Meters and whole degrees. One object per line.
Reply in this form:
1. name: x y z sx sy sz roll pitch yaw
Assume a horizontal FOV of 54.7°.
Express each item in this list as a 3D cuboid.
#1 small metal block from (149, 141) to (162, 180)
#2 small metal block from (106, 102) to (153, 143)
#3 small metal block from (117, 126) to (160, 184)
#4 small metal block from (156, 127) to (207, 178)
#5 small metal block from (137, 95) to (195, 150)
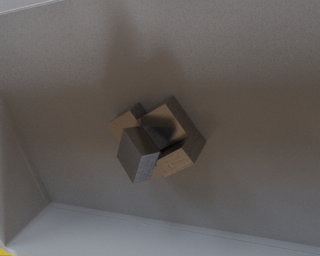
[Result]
1. small metal block: -0.008 0.040 0.434 0.050 0.025 0.050 -28 104 37
2. small metal block: -0.037 0.001 0.425 0.050 0.025 0.050 -28 104 37
3. small metal block: -0.029 0.033 0.393 0.050 0.025 0.050 52 138 37
4. small metal block: 0.026 0.031 0.395 0.050 0.050 0.025 -32 101 37
5. small metal block: 0.008 -0.006 0.398 0.050 0.025 0.050 -28 104 37
